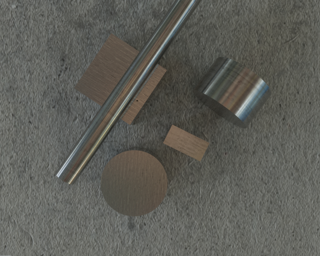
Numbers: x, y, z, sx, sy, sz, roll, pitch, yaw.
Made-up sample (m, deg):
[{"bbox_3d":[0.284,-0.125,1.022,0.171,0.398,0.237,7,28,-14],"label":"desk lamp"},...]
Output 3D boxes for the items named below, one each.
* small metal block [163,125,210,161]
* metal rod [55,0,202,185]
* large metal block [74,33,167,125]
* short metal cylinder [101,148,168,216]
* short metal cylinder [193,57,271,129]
[{"bbox_3d":[0.032,0.018,0.398,0.050,0.050,0.025,26,90,-1],"label":"small metal block"},{"bbox_3d":[-0.025,-0.065,0.359,0.025,0.025,0.299,35,89,-1],"label":"metal rod"},{"bbox_3d":[-0.047,-0.059,0.397,0.080,0.050,0.080,34,90,-1],"label":"large metal block"},{"bbox_3d":[-0.031,0.066,0.397,0.081,0.050,0.079,0,90,-1],"label":"short metal cylinder"},{"bbox_3d":[0.088,-0.043,0.384,0.080,0.080,0.050,36,90,-1],"label":"short metal cylinder"}]
